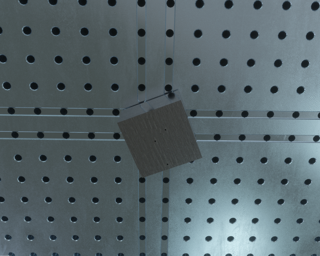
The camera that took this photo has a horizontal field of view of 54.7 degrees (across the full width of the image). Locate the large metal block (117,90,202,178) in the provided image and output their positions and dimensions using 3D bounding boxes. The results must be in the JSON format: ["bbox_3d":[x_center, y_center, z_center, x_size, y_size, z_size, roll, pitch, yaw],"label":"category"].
[{"bbox_3d":[0.001,0.007,0.400,0.080,0.050,0.080,-20,109,6],"label":"large metal block"}]
